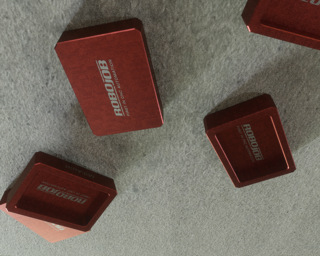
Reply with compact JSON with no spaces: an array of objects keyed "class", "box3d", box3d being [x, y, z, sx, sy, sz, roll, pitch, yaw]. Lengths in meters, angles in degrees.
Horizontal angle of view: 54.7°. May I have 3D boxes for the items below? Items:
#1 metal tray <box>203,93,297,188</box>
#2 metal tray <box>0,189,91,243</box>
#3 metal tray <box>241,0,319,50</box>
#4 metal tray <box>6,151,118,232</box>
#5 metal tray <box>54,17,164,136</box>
[{"class":"metal tray","box3d":[0.125,0.023,0.425,0.090,0.030,0.130,-21,127,16]},{"class":"metal tray","box3d":[-0.187,0.141,0.521,0.090,0.030,0.130,-22,127,17]},{"class":"metal tray","box3d":[0.158,-0.126,0.299,0.131,0.030,0.089,11,129,-10]},{"class":"metal tray","box3d":[-0.141,0.098,0.457,0.131,0.030,0.090,29,106,-31]},{"class":"metal tray","box3d":[-0.052,-0.052,0.359,0.090,0.030,0.129,-9,130,7]}]
